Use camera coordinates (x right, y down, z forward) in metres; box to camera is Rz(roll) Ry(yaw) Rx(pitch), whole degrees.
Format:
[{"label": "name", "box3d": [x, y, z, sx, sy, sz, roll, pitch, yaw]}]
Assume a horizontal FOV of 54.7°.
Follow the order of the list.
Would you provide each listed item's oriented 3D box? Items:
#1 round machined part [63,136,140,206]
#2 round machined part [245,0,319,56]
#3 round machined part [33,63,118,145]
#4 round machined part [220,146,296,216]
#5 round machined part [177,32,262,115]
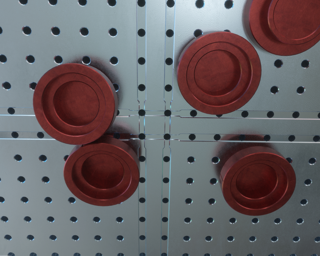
[{"label": "round machined part", "box3d": [-0.076, 0.054, 0.421, 0.099, 0.042, 0.097, -1, 114, -1]}, {"label": "round machined part", "box3d": [0.152, -0.133, 0.358, 0.099, 0.042, 0.097, 0, 110, -1]}, {"label": "round machined part", "box3d": [-0.101, -0.031, 0.386, 0.099, 0.042, 0.097, 0, 101, 2]}, {"label": "round machined part", "box3d": [0.132, 0.069, 0.432, 0.099, 0.042, 0.097, 0, 110, -1]}, {"label": "round machined part", "box3d": [0.069, -0.069, 0.380, 0.099, 0.042, 0.097, 0, 110, -1]}]
